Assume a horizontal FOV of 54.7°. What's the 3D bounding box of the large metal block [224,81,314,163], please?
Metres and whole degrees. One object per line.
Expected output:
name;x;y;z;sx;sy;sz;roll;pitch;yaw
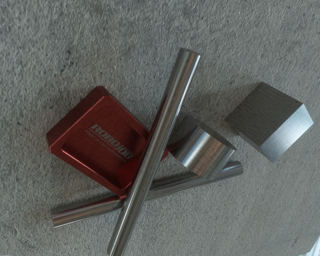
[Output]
large metal block;0.157;-0.010;0.454;0.080;0.080;0.050;-46;130;3

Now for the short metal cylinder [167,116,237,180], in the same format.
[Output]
short metal cylinder;0.056;0.026;0.420;0.080;0.080;0.050;26;104;-38

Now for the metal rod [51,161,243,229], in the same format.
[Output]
metal rod;-0.004;0.093;0.464;0.303;0.025;0.025;-11;123;-23

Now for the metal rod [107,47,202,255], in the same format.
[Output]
metal rod;-0.015;0.047;0.389;0.025;0.025;0.298;7;115;-32

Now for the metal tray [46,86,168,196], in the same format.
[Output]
metal tray;-0.060;0.022;0.385;0.090;0.030;0.130;-44;130;2
